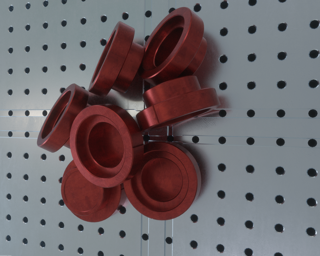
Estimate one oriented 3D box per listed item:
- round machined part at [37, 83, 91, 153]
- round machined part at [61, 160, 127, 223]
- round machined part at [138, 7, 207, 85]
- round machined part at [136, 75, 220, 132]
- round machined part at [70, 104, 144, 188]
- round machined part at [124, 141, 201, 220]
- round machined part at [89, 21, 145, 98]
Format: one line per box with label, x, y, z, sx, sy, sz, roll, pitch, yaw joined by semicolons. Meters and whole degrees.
round machined part;-0.125;-0.009;0.430;0.042;0.098;0.098;32;104;-28
round machined part;-0.099;0.085;0.439;0.098;0.042;0.097;0;90;19
round machined part;0.019;-0.093;0.379;0.098;0.042;0.098;-36;38;36
round machined part;0.018;-0.030;0.367;0.098;0.098;0.042;-20;86;19
round machined part;-0.059;0.019;0.377;0.098;0.042;0.097;6;101;31
round machined part;0.005;0.065;0.402;0.098;0.042;0.097;0;90;20
round machined part;-0.054;-0.084;0.404;0.042;0.098;0.098;23;100;-19
